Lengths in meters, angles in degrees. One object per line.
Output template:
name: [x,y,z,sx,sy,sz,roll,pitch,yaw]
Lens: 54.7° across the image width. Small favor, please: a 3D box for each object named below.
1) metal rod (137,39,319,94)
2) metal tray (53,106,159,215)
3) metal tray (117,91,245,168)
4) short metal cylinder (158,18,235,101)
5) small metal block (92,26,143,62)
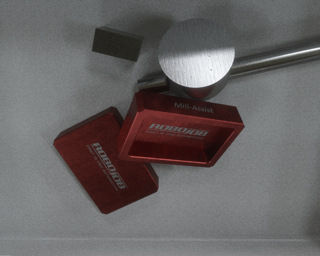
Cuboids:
metal rod: [0.122,-0.080,0.383,0.302,0.025,0.025,-12,110,4]
metal tray: [-0.070,0.047,0.425,0.090,0.030,0.130,-26,108,9]
metal tray: [0.023,0.006,0.374,0.131,0.030,0.089,7,136,-20]
short metal cylinder: [0.041,-0.075,0.352,0.080,0.050,0.080,-1,77,6]
small metal block: [-0.048,-0.099,0.361,0.050,0.050,0.025,13,110,-5]
